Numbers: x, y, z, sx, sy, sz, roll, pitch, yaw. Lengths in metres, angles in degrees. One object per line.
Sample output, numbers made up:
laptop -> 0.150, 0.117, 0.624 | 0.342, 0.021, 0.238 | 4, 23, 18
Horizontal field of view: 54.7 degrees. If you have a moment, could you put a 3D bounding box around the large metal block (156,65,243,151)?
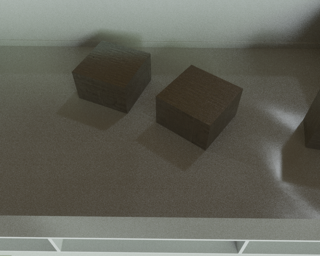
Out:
large metal block -> 0.051, -0.029, 0.414 | 0.080, 0.050, 0.080 | 31, 56, 23

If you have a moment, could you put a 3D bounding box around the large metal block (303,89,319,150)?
large metal block -> 0.234, -0.012, 0.380 | 0.080, 0.080, 0.050 | 10, 51, 8

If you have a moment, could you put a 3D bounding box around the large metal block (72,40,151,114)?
large metal block -> -0.067, -0.076, 0.452 | 0.080, 0.050, 0.080 | 19, 52, 15
